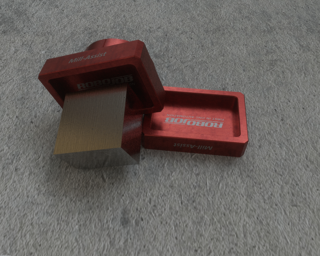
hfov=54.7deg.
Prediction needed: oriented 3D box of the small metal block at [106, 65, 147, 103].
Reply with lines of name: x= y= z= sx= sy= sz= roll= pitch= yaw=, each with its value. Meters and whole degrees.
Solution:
small metal block: x=-0.049 y=-0.066 z=0.460 sx=0.050 sy=0.025 sz=0.050 roll=5 pitch=50 yaw=4

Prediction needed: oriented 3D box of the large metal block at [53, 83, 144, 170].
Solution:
large metal block: x=-0.068 y=0.000 z=0.363 sx=0.080 sy=0.050 sz=0.080 roll=-7 pitch=61 yaw=17

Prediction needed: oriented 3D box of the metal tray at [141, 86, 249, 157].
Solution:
metal tray: x=0.046 y=-0.011 z=0.411 sx=0.131 sy=0.030 sz=0.090 roll=5 pitch=50 yaw=3

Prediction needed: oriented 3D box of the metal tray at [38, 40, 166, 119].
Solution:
metal tray: x=-0.068 y=-0.052 z=0.383 sx=0.130 sy=0.090 sz=0.030 roll=-7 pitch=49 yaw=18

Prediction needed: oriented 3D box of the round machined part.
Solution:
round machined part: x=-0.054 y=-0.077 z=0.407 sx=0.099 sy=0.097 sz=0.042 roll=5 pitch=50 yaw=3
